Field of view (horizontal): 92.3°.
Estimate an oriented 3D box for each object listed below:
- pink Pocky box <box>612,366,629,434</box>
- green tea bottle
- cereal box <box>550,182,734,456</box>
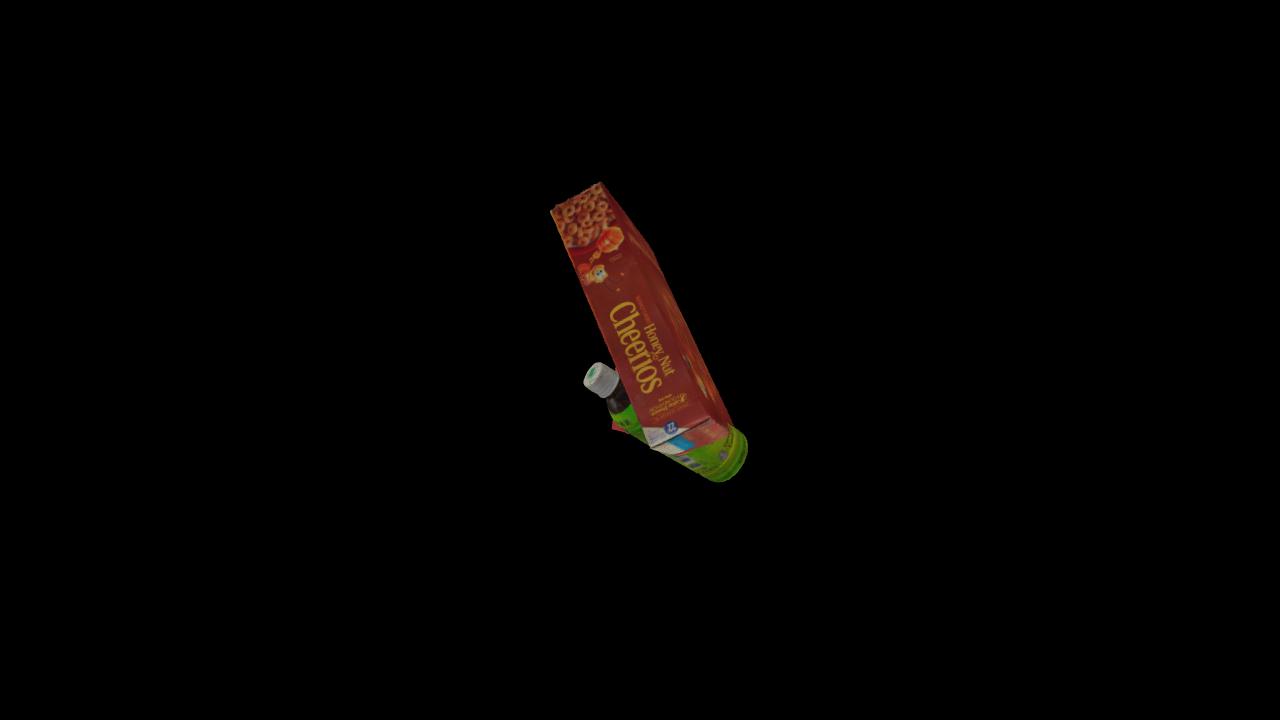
[{"bbox_3d":[0.004,0.017,0.753,0.029,0.155,0.084,0,5,-40],"label":"pink Pocky box"},{"bbox_3d":[0.028,0.067,0.687,0.212,0.073,0.073,32,-17,-29],"label":"green tea bottle"},{"bbox_3d":[0.012,-0.033,0.734,0.081,0.306,0.203,-27,-19,10],"label":"cereal box"}]
